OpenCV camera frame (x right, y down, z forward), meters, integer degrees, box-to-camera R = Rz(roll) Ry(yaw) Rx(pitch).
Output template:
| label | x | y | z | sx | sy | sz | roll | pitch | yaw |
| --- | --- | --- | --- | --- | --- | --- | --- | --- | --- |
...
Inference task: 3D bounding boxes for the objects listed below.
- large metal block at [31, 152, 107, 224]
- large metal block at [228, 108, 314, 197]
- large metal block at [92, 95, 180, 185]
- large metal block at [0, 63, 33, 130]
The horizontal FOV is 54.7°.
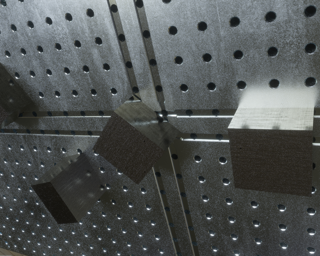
| label | x | y | z | sx | sy | sz | roll | pitch | yaw |
| --- | --- | --- | --- | --- | --- | --- | --- | --- | --- |
| large metal block | -0.148 | 0.099 | 0.512 | 0.050 | 0.080 | 0.080 | -16 | 110 | 34 |
| large metal block | 0.125 | 0.024 | 0.344 | 0.080 | 0.050 | 0.079 | 2 | 119 | 27 |
| large metal block | -0.033 | 0.017 | 0.421 | 0.080 | 0.050 | 0.080 | 38 | 129 | 2 |
| large metal block | -0.270 | -0.046 | 0.505 | 0.080 | 0.050 | 0.080 | -31 | 102 | 37 |
